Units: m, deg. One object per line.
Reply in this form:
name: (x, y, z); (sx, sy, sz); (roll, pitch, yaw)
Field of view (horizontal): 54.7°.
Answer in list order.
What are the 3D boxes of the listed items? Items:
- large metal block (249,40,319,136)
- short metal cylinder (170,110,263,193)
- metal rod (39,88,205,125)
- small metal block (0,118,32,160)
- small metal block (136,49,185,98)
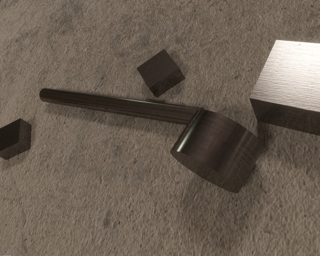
large metal block: (0.154, -0.044, 0.334); (0.080, 0.050, 0.080); (17, 71, 34)
short metal cylinder: (0.058, 0.025, 0.322); (0.080, 0.080, 0.050); (24, 75, 36)
metal rod: (-0.074, -0.035, 0.462); (0.300, 0.025, 0.025); (10, 67, 32)
small metal block: (-0.245, 0.019, 0.518); (0.050, 0.025, 0.050); (-24, 53, 13)
small metal block: (0.001, -0.080, 0.451); (0.050, 0.025, 0.050); (-34, 52, 5)
